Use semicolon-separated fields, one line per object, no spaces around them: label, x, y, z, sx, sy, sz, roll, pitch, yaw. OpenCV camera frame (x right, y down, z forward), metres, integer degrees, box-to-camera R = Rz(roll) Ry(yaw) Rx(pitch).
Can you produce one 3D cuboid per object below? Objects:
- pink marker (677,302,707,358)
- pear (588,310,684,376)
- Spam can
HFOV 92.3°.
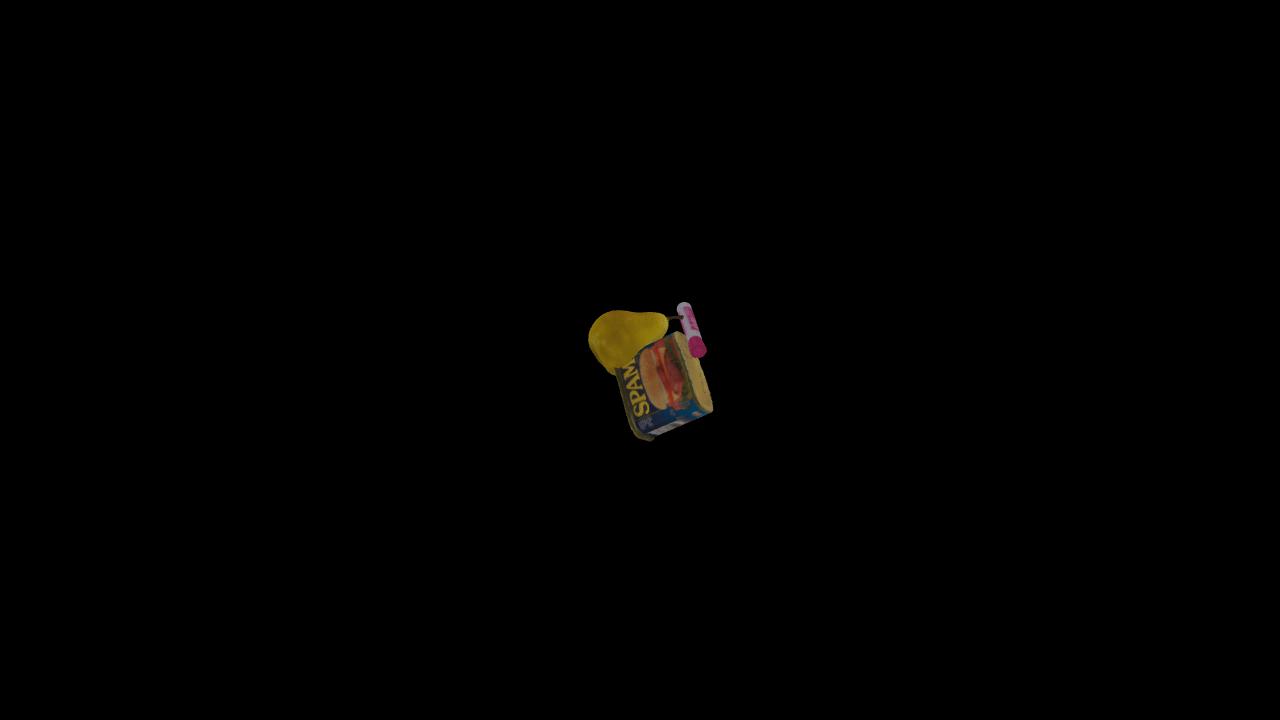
pink marker;0.060;-0.036;0.722;0.020;0.020;0.121;0;29;-5
pear;-0.005;-0.034;0.727;0.111;0.080;0.080;-34;6;-9
Spam can;0.027;0.029;0.696;0.085;0.101;0.058;-25;-23;21
